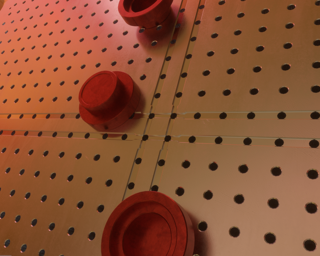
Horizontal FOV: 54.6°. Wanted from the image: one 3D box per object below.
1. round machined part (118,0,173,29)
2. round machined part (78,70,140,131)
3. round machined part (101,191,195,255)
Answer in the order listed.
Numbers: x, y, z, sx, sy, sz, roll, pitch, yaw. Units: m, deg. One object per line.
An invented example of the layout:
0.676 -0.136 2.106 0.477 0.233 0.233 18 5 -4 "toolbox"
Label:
-0.020 -0.213 0.540 0.098 0.042 0.098 -13 56 21 "round machined part"
-0.084 -0.048 0.472 0.098 0.042 0.098 -13 56 21 "round machined part"
-0.009 0.121 0.329 0.098 0.042 0.098 -13 56 21 "round machined part"
